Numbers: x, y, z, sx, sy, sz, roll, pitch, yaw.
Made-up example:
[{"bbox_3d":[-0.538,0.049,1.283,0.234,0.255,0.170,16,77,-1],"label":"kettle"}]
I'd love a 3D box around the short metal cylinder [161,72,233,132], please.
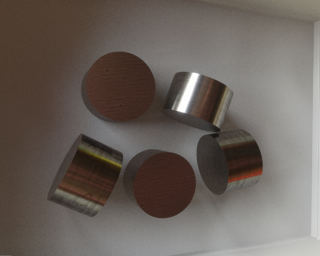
[{"bbox_3d":[0.048,-0.032,0.400,0.080,0.080,0.050,23,83,-19],"label":"short metal cylinder"}]

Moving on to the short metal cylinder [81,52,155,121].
[{"bbox_3d":[-0.052,-0.048,0.377,0.081,0.050,0.079,0,90,-21],"label":"short metal cylinder"}]

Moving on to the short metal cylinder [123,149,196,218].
[{"bbox_3d":[-0.002,0.069,0.396,0.081,0.050,0.079,0,90,-21],"label":"short metal cylinder"}]

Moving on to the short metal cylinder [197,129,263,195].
[{"bbox_3d":[0.090,0.044,0.414,0.050,0.080,0.079,-10,94,-20],"label":"short metal cylinder"}]

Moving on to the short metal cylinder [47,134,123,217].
[{"bbox_3d":[-0.084,0.053,0.349,0.050,0.080,0.080,29,81,-18],"label":"short metal cylinder"}]
